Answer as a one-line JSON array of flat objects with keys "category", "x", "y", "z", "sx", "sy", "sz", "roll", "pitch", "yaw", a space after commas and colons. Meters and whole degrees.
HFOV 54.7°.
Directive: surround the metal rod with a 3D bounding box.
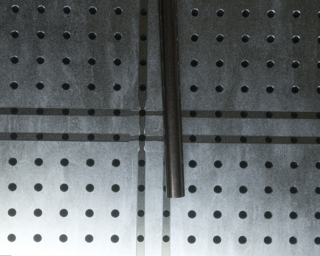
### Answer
[{"category": "metal rod", "x": 0.014, "y": -0.058, "z": 0.413, "sx": 0.025, "sy": 0.025, "sz": 0.298, "roll": -2, "pitch": 90, "yaw": -1}]
